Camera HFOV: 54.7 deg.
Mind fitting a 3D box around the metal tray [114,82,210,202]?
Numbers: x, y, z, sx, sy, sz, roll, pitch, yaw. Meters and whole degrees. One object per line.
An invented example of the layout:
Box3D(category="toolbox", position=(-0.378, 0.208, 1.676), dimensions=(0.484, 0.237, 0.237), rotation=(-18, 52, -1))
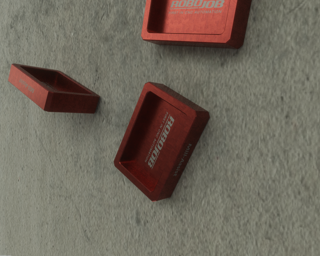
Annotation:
Box3D(category="metal tray", position=(-0.003, 0.017, 0.401), dimensions=(0.090, 0.030, 0.129), rotation=(36, 112, 33))

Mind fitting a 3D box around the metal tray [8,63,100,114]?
Box3D(category="metal tray", position=(-0.172, -0.064, 0.501), dimensions=(0.130, 0.091, 0.030), rotation=(32, 110, 35))

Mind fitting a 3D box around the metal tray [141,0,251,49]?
Box3D(category="metal tray", position=(0.040, -0.144, 0.366), dimensions=(0.130, 0.030, 0.089), rotation=(15, 100, 38))
